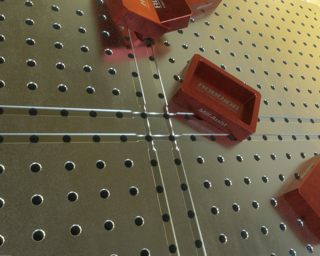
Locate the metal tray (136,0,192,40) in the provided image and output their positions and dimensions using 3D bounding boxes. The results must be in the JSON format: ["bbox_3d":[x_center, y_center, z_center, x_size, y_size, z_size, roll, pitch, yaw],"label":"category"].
[{"bbox_3d":[-0.016,-0.214,0.508,0.091,0.030,0.130,-20,71,-15],"label":"metal tray"}]

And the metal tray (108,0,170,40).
[{"bbox_3d":[-0.040,-0.209,0.489,0.091,0.030,0.130,8,57,-42],"label":"metal tray"}]

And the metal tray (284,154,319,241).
[{"bbox_3d":[0.259,0.102,0.481,0.131,0.030,0.090,-31,79,-38],"label":"metal tray"}]

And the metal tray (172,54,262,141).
[{"bbox_3d":[0.092,-0.048,0.482,0.130,0.030,0.090,30,52,-9],"label":"metal tray"}]

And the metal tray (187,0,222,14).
[{"bbox_3d":[0.058,-0.268,0.599,0.131,0.030,0.090,-32,80,-38],"label":"metal tray"}]
